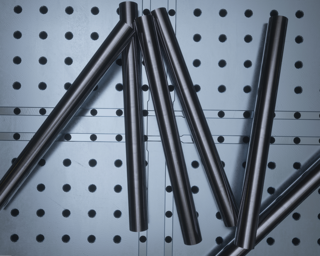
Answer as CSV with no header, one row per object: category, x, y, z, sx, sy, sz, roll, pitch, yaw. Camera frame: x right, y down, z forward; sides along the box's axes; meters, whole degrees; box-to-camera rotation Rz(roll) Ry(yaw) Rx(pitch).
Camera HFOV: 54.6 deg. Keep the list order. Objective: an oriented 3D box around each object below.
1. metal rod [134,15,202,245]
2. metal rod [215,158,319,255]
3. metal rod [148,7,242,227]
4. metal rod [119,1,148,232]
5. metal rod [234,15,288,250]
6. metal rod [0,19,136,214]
metal rod,0.012,0.005,0.405,0.025,0.025,0.299,-13,93,0
metal rod,0.144,0.123,0.414,0.300,0.025,0.025,-43,90,0
metal rod,0.047,-0.014,0.413,0.025,0.025,0.299,-20,90,0
metal rod,-0.035,-0.015,0.413,0.025,0.025,0.298,-3,90,0
metal rod,0.132,0.002,0.402,0.025,0.025,0.299,10,85,0
metal rod,-0.132,-0.010,0.399,0.025,0.025,0.299,38,95,0
